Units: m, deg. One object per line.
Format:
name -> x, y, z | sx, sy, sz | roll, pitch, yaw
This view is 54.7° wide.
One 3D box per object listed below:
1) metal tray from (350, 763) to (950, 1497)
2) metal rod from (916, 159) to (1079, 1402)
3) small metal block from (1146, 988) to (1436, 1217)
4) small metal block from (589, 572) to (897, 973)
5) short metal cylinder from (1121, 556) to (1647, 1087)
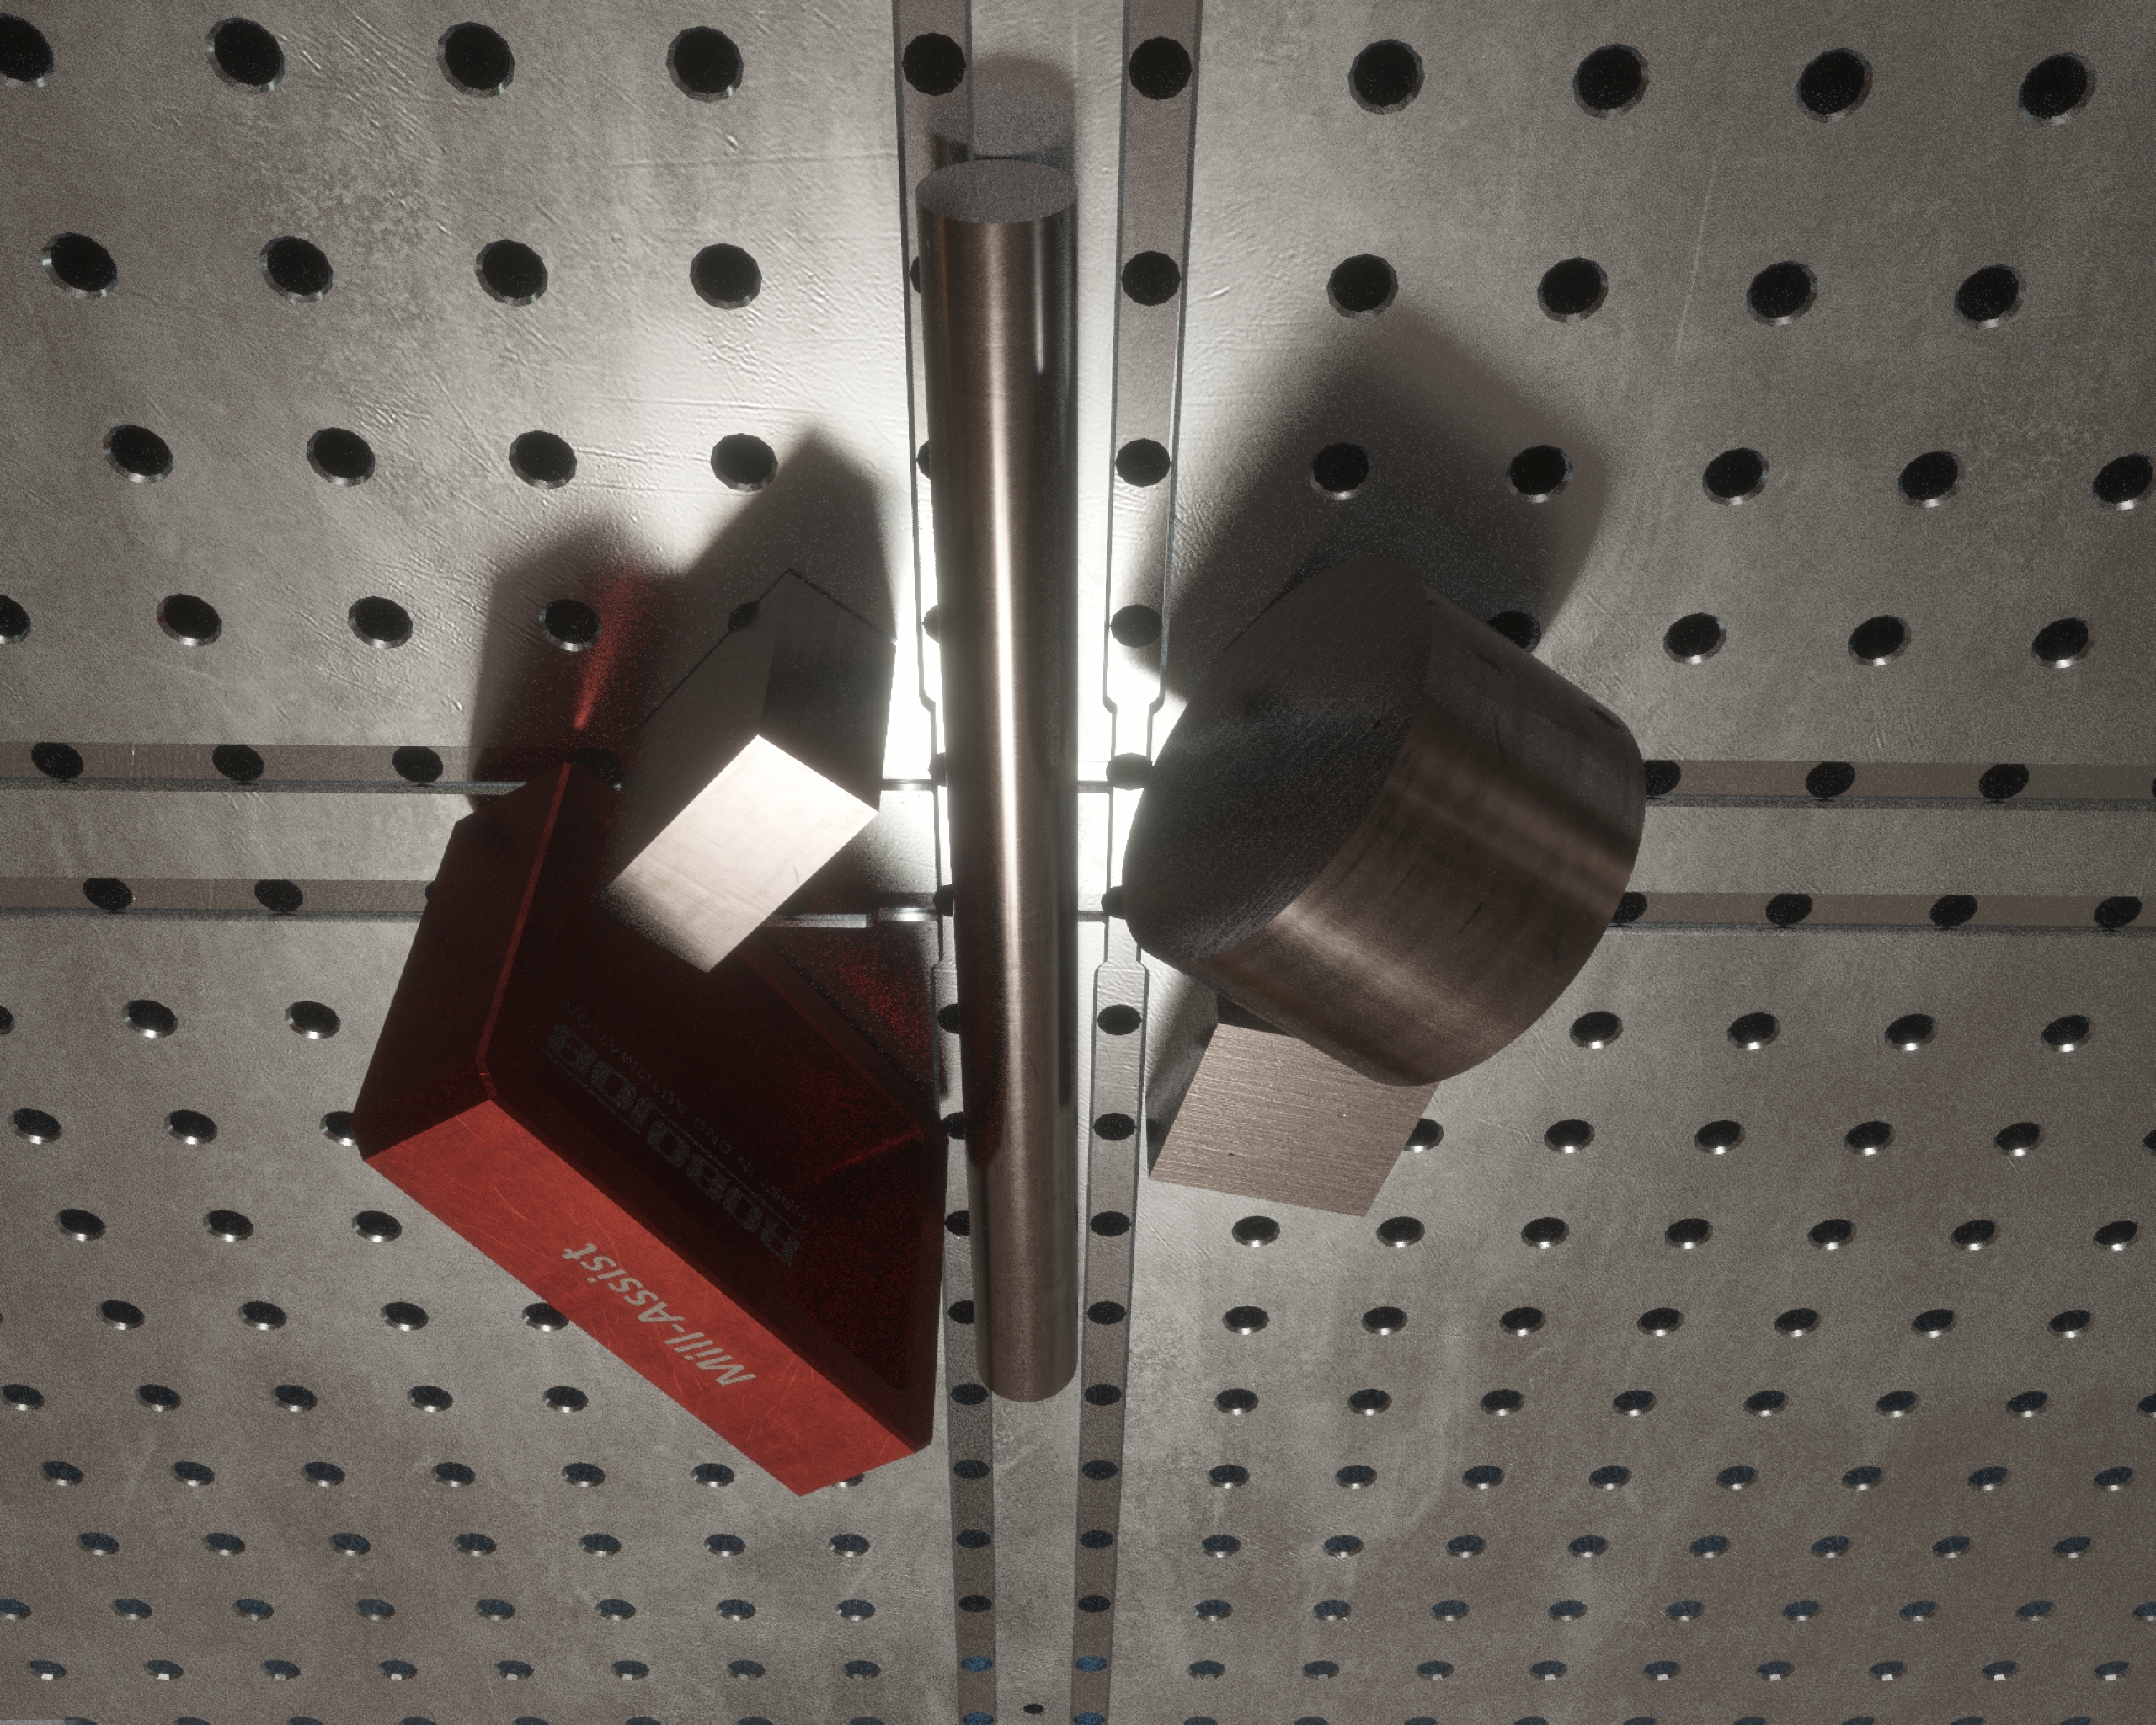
metal tray -> -0.076, 0.054, 0.413 | 0.030, 0.090, 0.130 | -26, 126, 20
metal rod -> -0.013, 0.010, 0.419 | 0.025, 0.025, 0.298 | 0, 130, 0
small metal block -> 0.046, 0.048, 0.454 | 0.050, 0.025, 0.050 | 12, 129, -10
small metal block -> -0.060, -0.017, 0.379 | 0.025, 0.050, 0.050 | 34, 122, -26
short metal cylinder -> 0.052, -0.007, 0.370 | 0.050, 0.080, 0.080 | 31, 123, -24
